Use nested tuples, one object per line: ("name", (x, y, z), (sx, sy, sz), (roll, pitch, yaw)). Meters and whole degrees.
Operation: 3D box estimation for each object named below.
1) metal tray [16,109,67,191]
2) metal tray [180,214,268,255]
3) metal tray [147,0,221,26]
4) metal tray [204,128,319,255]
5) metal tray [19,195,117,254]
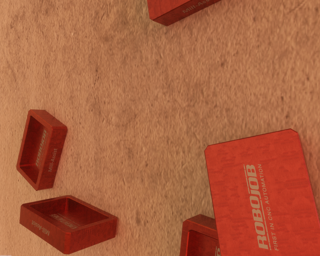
("metal tray", (-0.225, 0.040, 0.583), (0.090, 0.030, 0.129), (30, 108, 35))
("metal tray", (0.065, 0.174, 0.346), (0.090, 0.030, 0.129), (9, 96, 39))
("metal tray", (0.040, -0.189, 0.367), (0.130, 0.030, 0.089), (-13, 82, 39))
("metal tray", (0.099, 0.073, 0.296), (0.090, 0.030, 0.129), (-14, 73, 25))
("metal tray", (-0.141, 0.142, 0.476), (0.130, 0.091, 0.030), (10, 97, 39))
